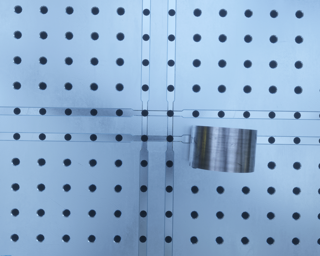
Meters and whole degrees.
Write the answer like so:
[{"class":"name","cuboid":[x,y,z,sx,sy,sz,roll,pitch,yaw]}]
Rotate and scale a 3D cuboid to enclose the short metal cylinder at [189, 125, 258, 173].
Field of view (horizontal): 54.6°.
[{"class":"short metal cylinder","cuboid":[0.078,0.025,0.386,0.080,0.080,0.050,4,90,0]}]
